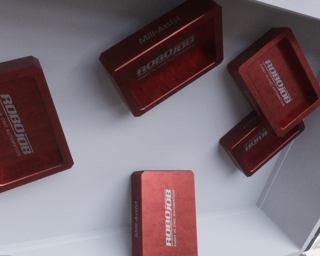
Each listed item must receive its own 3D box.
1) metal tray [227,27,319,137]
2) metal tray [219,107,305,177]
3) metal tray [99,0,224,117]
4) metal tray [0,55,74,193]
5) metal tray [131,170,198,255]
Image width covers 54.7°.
[{"bbox_3d":[0.166,-0.062,0.436,0.090,0.030,0.130,-40,113,-2],"label":"metal tray"},{"bbox_3d":[0.170,0.011,0.507,0.130,0.030,0.090,-41,130,-1],"label":"metal tray"},{"bbox_3d":[0.008,-0.077,0.343,0.130,0.030,0.090,-34,151,-6],"label":"metal tray"},{"bbox_3d":[-0.152,0.000,0.322,0.091,0.030,0.129,-19,126,-18],"label":"metal tray"},{"bbox_3d":[0.007,0.126,0.441,0.091,0.030,0.129,5,77,-31],"label":"metal tray"}]
